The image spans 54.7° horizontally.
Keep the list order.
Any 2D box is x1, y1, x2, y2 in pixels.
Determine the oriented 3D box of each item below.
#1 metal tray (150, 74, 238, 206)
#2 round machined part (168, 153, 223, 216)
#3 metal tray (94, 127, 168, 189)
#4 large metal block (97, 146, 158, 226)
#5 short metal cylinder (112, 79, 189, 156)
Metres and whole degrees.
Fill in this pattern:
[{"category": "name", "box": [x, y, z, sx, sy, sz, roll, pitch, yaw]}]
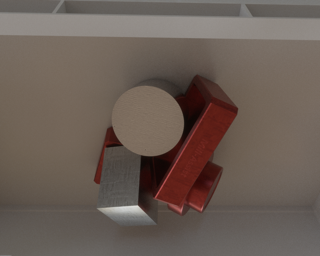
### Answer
[{"category": "metal tray", "box": [0.031, 0.012, 0.355, 0.030, 0.090, 0.129, 23, 111, -15]}, {"category": "round machined part", "box": [0.053, 0.076, 0.420, 0.042, 0.098, 0.097, 25, 133, 19]}, {"category": "metal tray", "box": [-0.022, 0.054, 0.448, 0.131, 0.030, 0.089, 13, 129, -12]}, {"category": "large metal block", "box": [-0.037, 0.077, 0.406, 0.050, 0.080, 0.080, -7, 146, 14]}, {"category": "short metal cylinder", "box": [-0.009, -0.014, 0.359, 0.080, 0.050, 0.079, 3, 107, 10]}]
